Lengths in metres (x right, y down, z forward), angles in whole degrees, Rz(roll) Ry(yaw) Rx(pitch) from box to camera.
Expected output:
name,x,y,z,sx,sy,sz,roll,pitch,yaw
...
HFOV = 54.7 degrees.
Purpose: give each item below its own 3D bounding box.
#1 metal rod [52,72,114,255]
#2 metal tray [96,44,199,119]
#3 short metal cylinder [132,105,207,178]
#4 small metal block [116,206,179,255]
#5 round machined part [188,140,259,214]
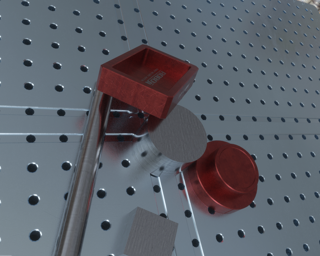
name,x,y,z,sx,sy,sz,roll,pitch,yaw
metal rod,-0.081,0.055,0.331,0.025,0.025,0.300,18,55,-18
metal tray,-0.010,-0.066,0.399,0.090,0.030,0.131,25,31,8
short metal cylinder,0.011,0.016,0.390,0.081,0.050,0.080,14,56,-21
small metal block,-0.013,0.119,0.330,0.050,0.025,0.050,26,52,-12
round machined part,0.091,0.060,0.412,0.099,0.042,0.098,14,56,-21
